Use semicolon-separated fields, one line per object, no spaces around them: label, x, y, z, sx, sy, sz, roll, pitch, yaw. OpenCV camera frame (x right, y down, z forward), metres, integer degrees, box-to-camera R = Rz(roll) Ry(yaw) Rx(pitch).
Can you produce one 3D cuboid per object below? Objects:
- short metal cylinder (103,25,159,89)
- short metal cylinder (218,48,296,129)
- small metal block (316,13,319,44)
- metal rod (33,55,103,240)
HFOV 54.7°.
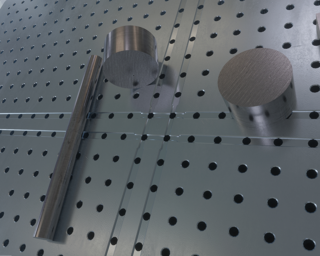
short metal cylinder;-0.043;-0.103;0.459;0.080;0.080;0.050;-16;55;19
short metal cylinder;0.113;-0.046;0.361;0.080;0.050;0.080;-13;56;21
small metal block;0.216;-0.116;0.366;0.050;0.025;0.050;-9;58;23
metal rod;-0.131;0.012;0.469;0.025;0.025;0.299;-6;59;25
